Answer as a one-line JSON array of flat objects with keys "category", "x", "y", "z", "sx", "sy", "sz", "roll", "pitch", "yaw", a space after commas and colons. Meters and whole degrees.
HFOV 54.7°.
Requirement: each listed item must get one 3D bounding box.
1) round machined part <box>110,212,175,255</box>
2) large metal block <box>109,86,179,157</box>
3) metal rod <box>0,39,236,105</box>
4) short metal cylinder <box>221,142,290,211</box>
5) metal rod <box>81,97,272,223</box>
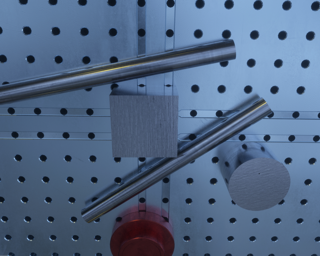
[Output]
[{"category": "round machined part", "x": -0.027, "y": 0.180, "z": 0.471, "sx": 0.099, "sy": 0.042, "sz": 0.097, "roll": 0, "pitch": 110, "yaw": -1}, {"category": "large metal block", "x": -0.019, "y": -0.009, "z": 0.397, "sx": 0.081, "sy": 0.050, "sz": 0.079, "roll": 0, "pitch": 110, "yaw": -1}, {"category": "metal rod", "x": -0.058, "y": -0.069, "z": 0.387, "sx": 0.302, "sy": 0.025, "sz": 0.025, "roll": -11, "pitch": 110, "yaw": 3}, {"category": "short metal cylinder", "x": 0.129, "y": 0.066, "z": 0.426, "sx": 0.081, "sy": 0.050, "sz": 0.079, "roll": 0, "pitch": 110, "yaw": -1}, {"category": "metal rod", "x": 0.015, "y": 0.050, "z": 0.432, "sx": 0.300, "sy": 0.025, "sz": 0.025, "roll": -33, "pitch": 107, "yaw": 11}]
